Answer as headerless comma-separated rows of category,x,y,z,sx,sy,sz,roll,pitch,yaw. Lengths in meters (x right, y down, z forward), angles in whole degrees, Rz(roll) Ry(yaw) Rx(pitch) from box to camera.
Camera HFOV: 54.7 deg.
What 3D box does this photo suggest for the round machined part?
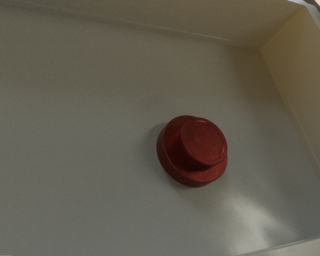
round machined part,0.049,0.025,0.408,0.099,0.042,0.098,14,56,-21
